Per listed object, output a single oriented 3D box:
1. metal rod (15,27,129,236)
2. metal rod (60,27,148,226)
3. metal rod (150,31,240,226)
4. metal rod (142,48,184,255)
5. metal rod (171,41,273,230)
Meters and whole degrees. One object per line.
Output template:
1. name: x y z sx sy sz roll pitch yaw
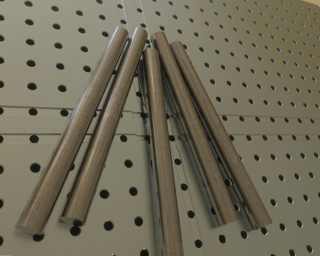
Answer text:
1. metal rod: -0.089 -0.023 0.373 0.025 0.025 0.300 25 53 -13
2. metal rod: -0.059 -0.027 0.393 0.025 0.025 0.300 23 53 -14
3. metal rod: 0.041 -0.014 0.438 0.025 0.025 0.299 -5 64 -30
4. metal rod: 0.000 0.018 0.397 0.025 0.025 0.299 8 58 -24
5. metal rod: 0.079 -0.002 0.451 0.025 0.025 0.299 -10 67 -32
